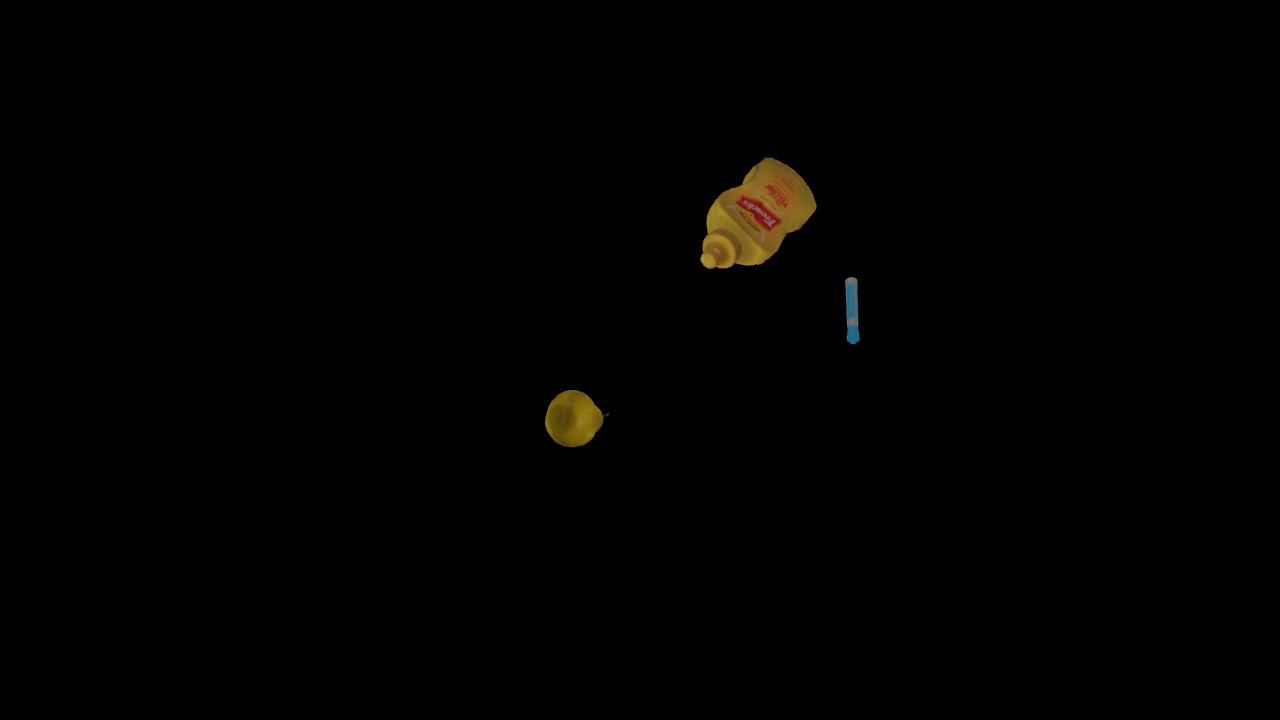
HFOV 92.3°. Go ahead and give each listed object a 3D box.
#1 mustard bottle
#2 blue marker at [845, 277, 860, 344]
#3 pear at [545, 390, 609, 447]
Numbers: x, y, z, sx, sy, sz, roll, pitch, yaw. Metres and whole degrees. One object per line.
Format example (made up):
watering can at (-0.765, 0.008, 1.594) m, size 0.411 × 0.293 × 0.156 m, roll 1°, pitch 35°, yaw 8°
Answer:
mustard bottle at (0.124, -0.155, 0.695) m, size 0.184 × 0.092 × 0.054 m, roll -44°, pitch 6°, yaw -34°
blue marker at (0.340, -0.079, 0.984) m, size 0.020 × 0.121 × 0.020 m, roll 7°, pitch -28°, yaw 4°
pear at (-0.084, 0.087, 0.881) m, size 0.080 × 0.080 × 0.111 m, roll 0°, pitch -13°, yaw 29°
